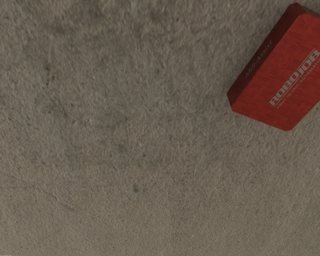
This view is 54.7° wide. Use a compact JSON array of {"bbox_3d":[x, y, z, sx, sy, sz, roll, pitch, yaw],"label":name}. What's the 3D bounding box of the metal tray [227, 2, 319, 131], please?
[{"bbox_3d":[0.150,-0.062,0.354,0.091,0.030,0.129,19,128,-16],"label":"metal tray"}]
